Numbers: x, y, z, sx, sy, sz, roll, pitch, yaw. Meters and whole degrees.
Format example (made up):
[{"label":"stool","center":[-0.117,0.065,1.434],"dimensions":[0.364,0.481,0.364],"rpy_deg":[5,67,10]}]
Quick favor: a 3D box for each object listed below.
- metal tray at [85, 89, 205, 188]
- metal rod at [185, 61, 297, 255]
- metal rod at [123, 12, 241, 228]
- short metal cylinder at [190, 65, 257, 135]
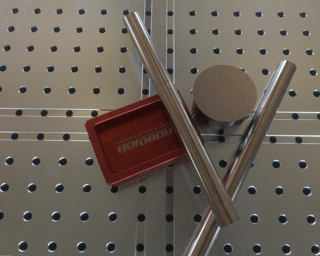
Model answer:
[{"label":"metal tray","center":[-0.020,0.012,0.404],"dimensions":[0.131,0.030,0.090],"rpy_deg":[-22,72,-8]},{"label":"metal rod","center":[0.110,0.034,0.399],"dimensions":[0.025,0.025,0.300],"rpy_deg":[28,72,9]},{"label":"metal rod","center":[0.019,-0.024,0.388],"dimensions":[0.025,0.025,0.299],"rpy_deg":[-22,72,-8]},{"label":"short metal cylinder","center":[0.082,-0.036,0.412],"dimensions":[0.081,0.050,0.080],"rpy_deg":[0,70,0]}]
